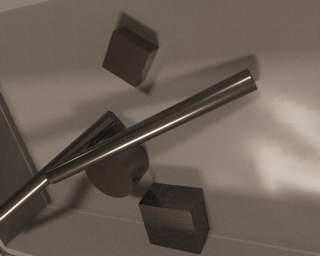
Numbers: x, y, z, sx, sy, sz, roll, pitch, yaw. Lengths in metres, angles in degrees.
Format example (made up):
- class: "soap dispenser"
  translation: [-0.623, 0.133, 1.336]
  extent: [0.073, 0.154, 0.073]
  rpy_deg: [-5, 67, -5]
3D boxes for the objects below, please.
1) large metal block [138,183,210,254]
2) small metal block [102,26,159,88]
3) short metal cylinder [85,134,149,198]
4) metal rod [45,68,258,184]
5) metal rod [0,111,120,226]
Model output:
- class: "large metal block"
  translation: [0.023, 0.133, 0.461]
  extent: [0.080, 0.050, 0.079]
  rpy_deg: [1, 119, 27]
- class: "small metal block"
  translation: [-0.036, -0.085, 0.374]
  extent: [0.050, 0.025, 0.050]
  rpy_deg: [33, 129, 6]
- class: "short metal cylinder"
  translation: [-0.063, 0.056, 0.459]
  extent: [0.080, 0.050, 0.079]
  rpy_deg: [13, 124, 20]
- class: "metal rod"
  translation: [-0.028, 0.008, 0.383]
  extent: [0.300, 0.025, 0.025]
  rpy_deg: [-25, 105, 22]
- class: "metal rod"
  translation: [-0.177, 0.077, 0.470]
  extent: [0.300, 0.025, 0.025]
  rpy_deg: [-39, 97, 14]
